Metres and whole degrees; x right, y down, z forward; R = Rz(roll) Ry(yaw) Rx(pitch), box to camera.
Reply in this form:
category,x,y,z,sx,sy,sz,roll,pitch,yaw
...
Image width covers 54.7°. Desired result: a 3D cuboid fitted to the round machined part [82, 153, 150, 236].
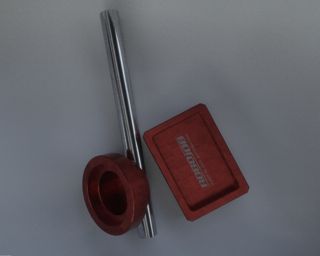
category,x,y,z,sx,sy,sz,roll,pitch,yaw
round machined part,-0.051,0.078,0.386,0.098,0.042,0.097,8,102,41

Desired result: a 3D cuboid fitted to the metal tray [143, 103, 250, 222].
category,x,y,z,sx,sy,sz,roll,pitch,yaw
metal tray,0.046,0.044,0.409,0.090,0.030,0.130,-28,90,-1

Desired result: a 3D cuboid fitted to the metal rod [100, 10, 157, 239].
category,x,y,z,sx,sy,sz,roll,pitch,yaw
metal rod,-0.042,-0.005,0.410,0.025,0.025,0.298,-10,90,0
